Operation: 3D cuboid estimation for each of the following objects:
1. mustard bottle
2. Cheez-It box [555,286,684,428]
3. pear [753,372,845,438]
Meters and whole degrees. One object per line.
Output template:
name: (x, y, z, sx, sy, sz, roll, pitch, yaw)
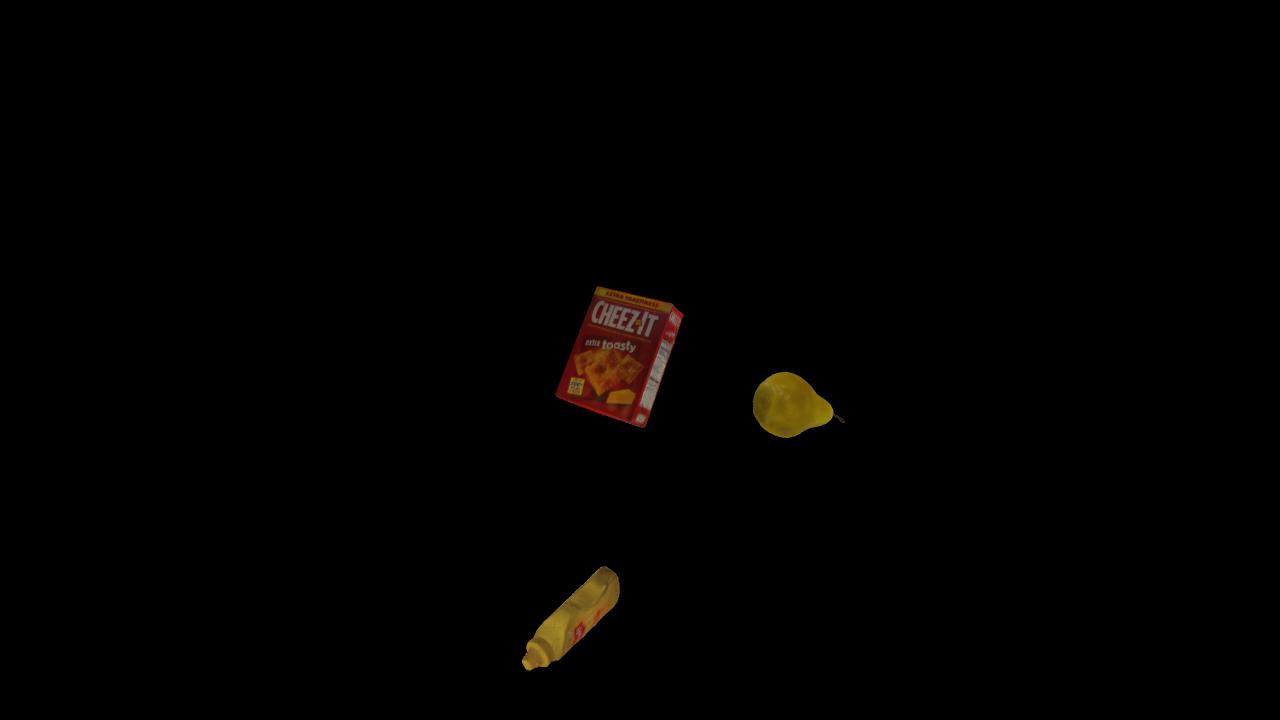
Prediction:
mustard bottle: (-0.105, 0.390, 0.911, 0.054, 0.092, 0.184, 35, 35, 21)
Cheez-It box: (-0.036, -0.008, 1.114, 0.166, 0.223, 0.071, 17, -8, 26)
pear: (0.193, 0.054, 0.733, 0.111, 0.080, 0.080, 4, -2, -23)
